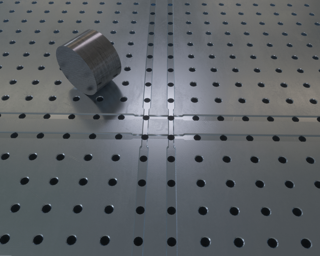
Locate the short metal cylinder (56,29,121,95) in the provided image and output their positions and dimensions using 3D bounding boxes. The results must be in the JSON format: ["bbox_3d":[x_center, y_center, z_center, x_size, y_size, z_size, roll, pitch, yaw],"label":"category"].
[{"bbox_3d":[-0.103,-0.095,0.452,0.080,0.080,0.050,30,57,23],"label":"short metal cylinder"}]
